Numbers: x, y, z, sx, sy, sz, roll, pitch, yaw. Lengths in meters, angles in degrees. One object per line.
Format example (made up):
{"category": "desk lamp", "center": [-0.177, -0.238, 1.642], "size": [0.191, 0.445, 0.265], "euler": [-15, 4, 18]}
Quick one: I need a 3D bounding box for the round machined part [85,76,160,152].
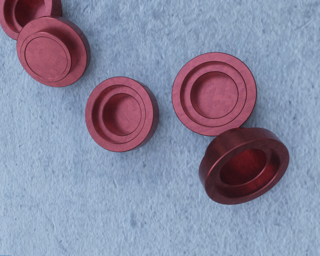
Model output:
{"category": "round machined part", "center": [-0.047, -0.018, 0.415], "size": [0.098, 0.042, 0.097], "euler": [0, 90, 19]}

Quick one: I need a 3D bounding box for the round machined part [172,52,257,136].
{"category": "round machined part", "center": [0.067, -0.039, 0.376], "size": [0.098, 0.042, 0.097], "euler": [0, 90, 19]}

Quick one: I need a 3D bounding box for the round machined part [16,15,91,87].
{"category": "round machined part", "center": [-0.150, -0.102, 0.428], "size": [0.099, 0.042, 0.097], "euler": [1, 118, 2]}

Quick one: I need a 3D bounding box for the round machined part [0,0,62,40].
{"category": "round machined part", "center": [-0.188, -0.174, 0.464], "size": [0.098, 0.042, 0.097], "euler": [0, 90, 19]}

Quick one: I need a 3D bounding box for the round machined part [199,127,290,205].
{"category": "round machined part", "center": [0.090, 0.038, 0.349], "size": [0.098, 0.098, 0.042], "euler": [-42, 37, 15]}
